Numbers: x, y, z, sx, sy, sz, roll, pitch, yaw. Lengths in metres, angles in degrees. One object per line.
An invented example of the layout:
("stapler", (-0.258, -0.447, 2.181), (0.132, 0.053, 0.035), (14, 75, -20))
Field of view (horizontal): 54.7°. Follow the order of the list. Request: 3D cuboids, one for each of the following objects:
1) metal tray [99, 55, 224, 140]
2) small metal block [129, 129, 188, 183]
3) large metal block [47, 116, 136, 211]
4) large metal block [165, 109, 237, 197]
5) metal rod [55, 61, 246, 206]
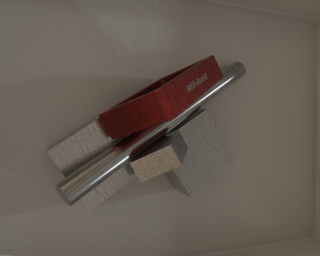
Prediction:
("metal tray", (0.006, -0.037, 0.349), (0.131, 0.090, 0.030), (-40, 107, -49))
("small metal block", (0.000, 0.030, 0.345), (0.050, 0.050, 0.025), (-25, 101, 19))
("large metal block", (-0.075, 0.036, 0.367), (0.080, 0.050, 0.080), (-35, 102, -17))
("large metal block", (0.040, 0.031, 0.412), (0.080, 0.050, 0.080), (-35, 102, -17))
("metal rod", (0.011, -0.011, 0.375), (0.302, 0.025, 0.025), (-36, 102, -32))
